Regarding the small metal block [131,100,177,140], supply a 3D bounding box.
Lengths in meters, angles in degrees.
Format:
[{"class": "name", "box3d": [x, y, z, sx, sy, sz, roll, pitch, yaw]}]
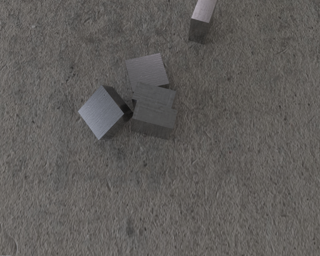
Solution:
[{"class": "small metal block", "box3d": [-0.009, -0.009, 0.395, 0.050, 0.050, 0.025, 15, 71, -3]}]

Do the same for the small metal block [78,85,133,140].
[{"class": "small metal block", "box3d": [-0.070, -0.020, 0.403, 0.050, 0.025, 0.050, -44, 73, 18]}]

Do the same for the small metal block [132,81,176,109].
[{"class": "small metal block", "box3d": [-0.007, -0.033, 0.407, 0.050, 0.050, 0.025, 15, 71, 5]}]

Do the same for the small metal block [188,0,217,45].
[{"class": "small metal block", "box3d": [0.063, -0.160, 0.454, 0.025, 0.050, 0.050, 18, 71, 6]}]

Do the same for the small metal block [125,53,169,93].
[{"class": "small metal block", "box3d": [-0.018, -0.073, 0.434, 0.050, 0.025, 0.050, -14, 70, -5]}]
